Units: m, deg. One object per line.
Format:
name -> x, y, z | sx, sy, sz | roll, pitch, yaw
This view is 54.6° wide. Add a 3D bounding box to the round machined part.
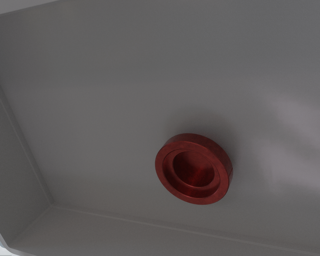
round machined part -> 0.047, 0.048, 0.403 | 0.098, 0.042, 0.097 | 13, 124, 21
